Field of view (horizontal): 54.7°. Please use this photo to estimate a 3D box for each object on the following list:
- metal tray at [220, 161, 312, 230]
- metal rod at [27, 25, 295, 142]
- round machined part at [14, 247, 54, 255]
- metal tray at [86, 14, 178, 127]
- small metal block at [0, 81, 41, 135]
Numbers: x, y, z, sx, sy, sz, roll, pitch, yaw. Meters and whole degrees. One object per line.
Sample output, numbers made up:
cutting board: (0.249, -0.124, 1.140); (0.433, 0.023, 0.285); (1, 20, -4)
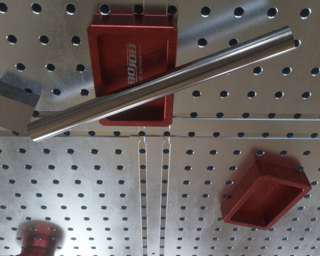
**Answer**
metal tray: (0.169, 0.115, 0.509); (0.091, 0.030, 0.129); (15, 129, -13)
metal rod: (-0.012, -0.041, 0.336); (0.301, 0.025, 0.025); (-18, 128, 14)
round machined part: (-0.257, 0.281, 0.636); (0.099, 0.042, 0.097); (-1, 130, 0)
metal tray: (-0.029, -0.060, 0.356); (0.091, 0.030, 0.129); (1, 130, -1)
small metal block: (-0.185, -0.024, 0.388); (0.050, 0.025, 0.050); (21, 127, -18)
